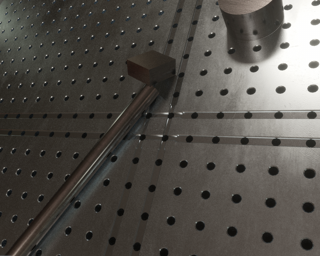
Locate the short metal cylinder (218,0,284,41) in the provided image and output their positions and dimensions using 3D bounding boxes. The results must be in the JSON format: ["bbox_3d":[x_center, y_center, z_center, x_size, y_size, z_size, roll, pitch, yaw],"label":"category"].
[{"bbox_3d":[0.126,-0.168,0.428,0.080,0.050,0.080,-13,56,21],"label":"short metal cylinder"}]

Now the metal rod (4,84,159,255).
[{"bbox_3d":[-0.102,0.059,0.423,0.025,0.025,0.300,31,79,37],"label":"metal rod"}]

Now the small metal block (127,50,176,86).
[{"bbox_3d":[-0.013,-0.089,0.454,0.050,0.025,0.050,-29,44,-33],"label":"small metal block"}]
